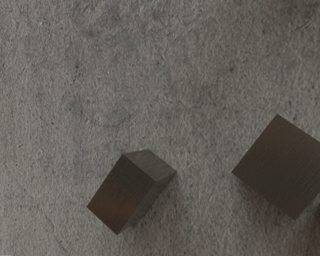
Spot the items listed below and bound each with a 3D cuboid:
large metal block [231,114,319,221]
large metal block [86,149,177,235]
[{"bbox_3d":[0.140,0.040,0.346,0.080,0.050,0.080,38,102,15],"label":"large metal block"},{"bbox_3d":[-0.032,0.076,0.390,0.050,0.080,0.080,38,102,16],"label":"large metal block"}]
